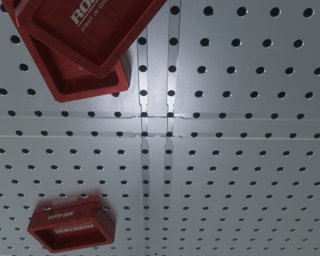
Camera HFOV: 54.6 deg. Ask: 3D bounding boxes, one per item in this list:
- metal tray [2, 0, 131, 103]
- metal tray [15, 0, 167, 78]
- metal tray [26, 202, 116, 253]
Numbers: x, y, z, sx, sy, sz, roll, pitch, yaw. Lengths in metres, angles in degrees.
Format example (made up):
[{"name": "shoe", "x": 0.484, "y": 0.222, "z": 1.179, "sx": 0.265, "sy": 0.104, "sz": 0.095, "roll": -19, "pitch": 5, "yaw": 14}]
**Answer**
[{"name": "metal tray", "x": -0.091, "y": -0.093, "z": 0.328, "sx": 0.090, "sy": 0.030, "sz": 0.129, "roll": -10, "pitch": 130, "yaw": 8}, {"name": "metal tray", "x": -0.049, "y": -0.119, "z": 0.269, "sx": 0.090, "sy": 0.030, "sz": 0.130, "roll": 32, "pitch": 105, "yaw": -38}, {"name": "metal tray", "x": -0.158, "y": 0.184, "z": 0.562, "sx": 0.130, "sy": 0.030, "sz": 0.090, "roll": -13, "pitch": 129, "yaw": 11}]
